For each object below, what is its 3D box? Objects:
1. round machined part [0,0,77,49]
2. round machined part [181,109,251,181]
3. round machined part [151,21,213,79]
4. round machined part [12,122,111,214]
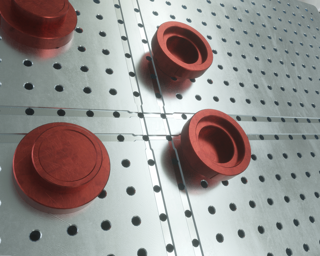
[{"bbox_3d":[-0.159,-0.156,0.408,0.099,0.042,0.098,14,56,-21],"label":"round machined part"},{"bbox_3d":[0.071,0.026,0.422,0.099,0.042,0.098,14,56,-21],"label":"round machined part"},{"bbox_3d":[0.031,-0.116,0.487,0.099,0.042,0.098,14,56,-21],"label":"round machined part"},{"bbox_3d":[-0.099,0.036,0.323,0.099,0.042,0.098,14,56,-21],"label":"round machined part"}]
